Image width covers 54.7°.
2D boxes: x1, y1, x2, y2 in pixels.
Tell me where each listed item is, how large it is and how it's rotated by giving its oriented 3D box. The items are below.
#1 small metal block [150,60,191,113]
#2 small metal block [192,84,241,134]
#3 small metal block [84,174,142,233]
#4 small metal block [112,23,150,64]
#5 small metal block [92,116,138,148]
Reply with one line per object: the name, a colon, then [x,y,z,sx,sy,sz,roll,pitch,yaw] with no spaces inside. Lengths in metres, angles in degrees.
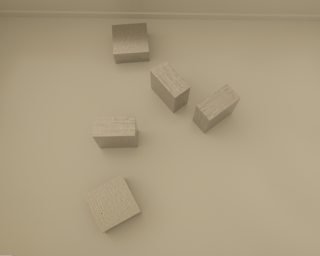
small metal block: [0.013,-0.054,0.416,0.025,0.050,0.050,-37,74,-12]
small metal block: [0.072,-0.024,0.405,0.050,0.050,0.025,-36,74,-12]
small metal block: [-0.056,0.092,0.375,0.050,0.025,0.050,-27,72,-10]
small metal block: [-0.043,-0.124,0.455,0.050,0.025,0.050,-5,70,-2]
small metal block: [-0.055,0.006,0.393,0.050,0.050,0.025,-1,70,-1]
